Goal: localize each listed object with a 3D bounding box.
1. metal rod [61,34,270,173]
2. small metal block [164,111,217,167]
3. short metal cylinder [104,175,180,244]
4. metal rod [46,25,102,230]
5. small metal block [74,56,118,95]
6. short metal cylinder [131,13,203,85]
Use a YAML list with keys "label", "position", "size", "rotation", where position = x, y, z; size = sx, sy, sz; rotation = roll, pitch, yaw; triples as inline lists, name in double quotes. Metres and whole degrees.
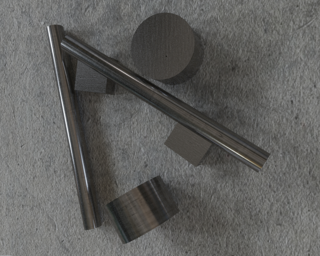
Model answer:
- label: "metal rod"
  position: [-0.006, -0.039, 0.384]
  size: [0.300, 0.025, 0.025]
  rotation: [33, 101, 16]
- label: "small metal block"
  position: [0.042, 0.014, 0.394]
  size: [0.050, 0.025, 0.050]
  rotation: [35, 101, 16]
- label: "short metal cylinder"
  position: [-0.023, 0.101, 0.388]
  size: [0.080, 0.080, 0.050]
  rotation: [-33, 79, 17]
- label: "metal rod"
  position: [-0.127, -0.004, 0.453]
  size: [0.025, 0.025, 0.298]
  rotation: [-14, 86, 19]
- label: "small metal block"
  position: [-0.090, -0.075, 0.441]
  size: [0.050, 0.025, 0.050]
  rotation: [8, 93, 19]
- label: "short metal cylinder"
  position: [0.010, -0.097, 0.392]
  size: [0.080, 0.050, 0.079]
  rotation: [0, 90, 20]
